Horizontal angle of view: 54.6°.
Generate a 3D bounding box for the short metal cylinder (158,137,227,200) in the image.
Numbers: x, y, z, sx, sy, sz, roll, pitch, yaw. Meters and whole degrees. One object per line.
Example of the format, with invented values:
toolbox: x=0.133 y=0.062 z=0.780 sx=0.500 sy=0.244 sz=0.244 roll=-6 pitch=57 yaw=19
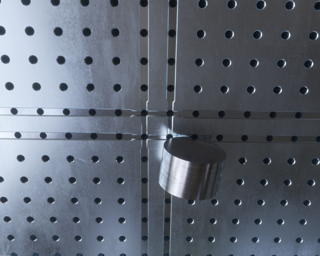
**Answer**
short metal cylinder: x=0.041 y=0.050 z=0.403 sx=0.080 sy=0.080 sz=0.050 roll=7 pitch=110 yaw=-3
